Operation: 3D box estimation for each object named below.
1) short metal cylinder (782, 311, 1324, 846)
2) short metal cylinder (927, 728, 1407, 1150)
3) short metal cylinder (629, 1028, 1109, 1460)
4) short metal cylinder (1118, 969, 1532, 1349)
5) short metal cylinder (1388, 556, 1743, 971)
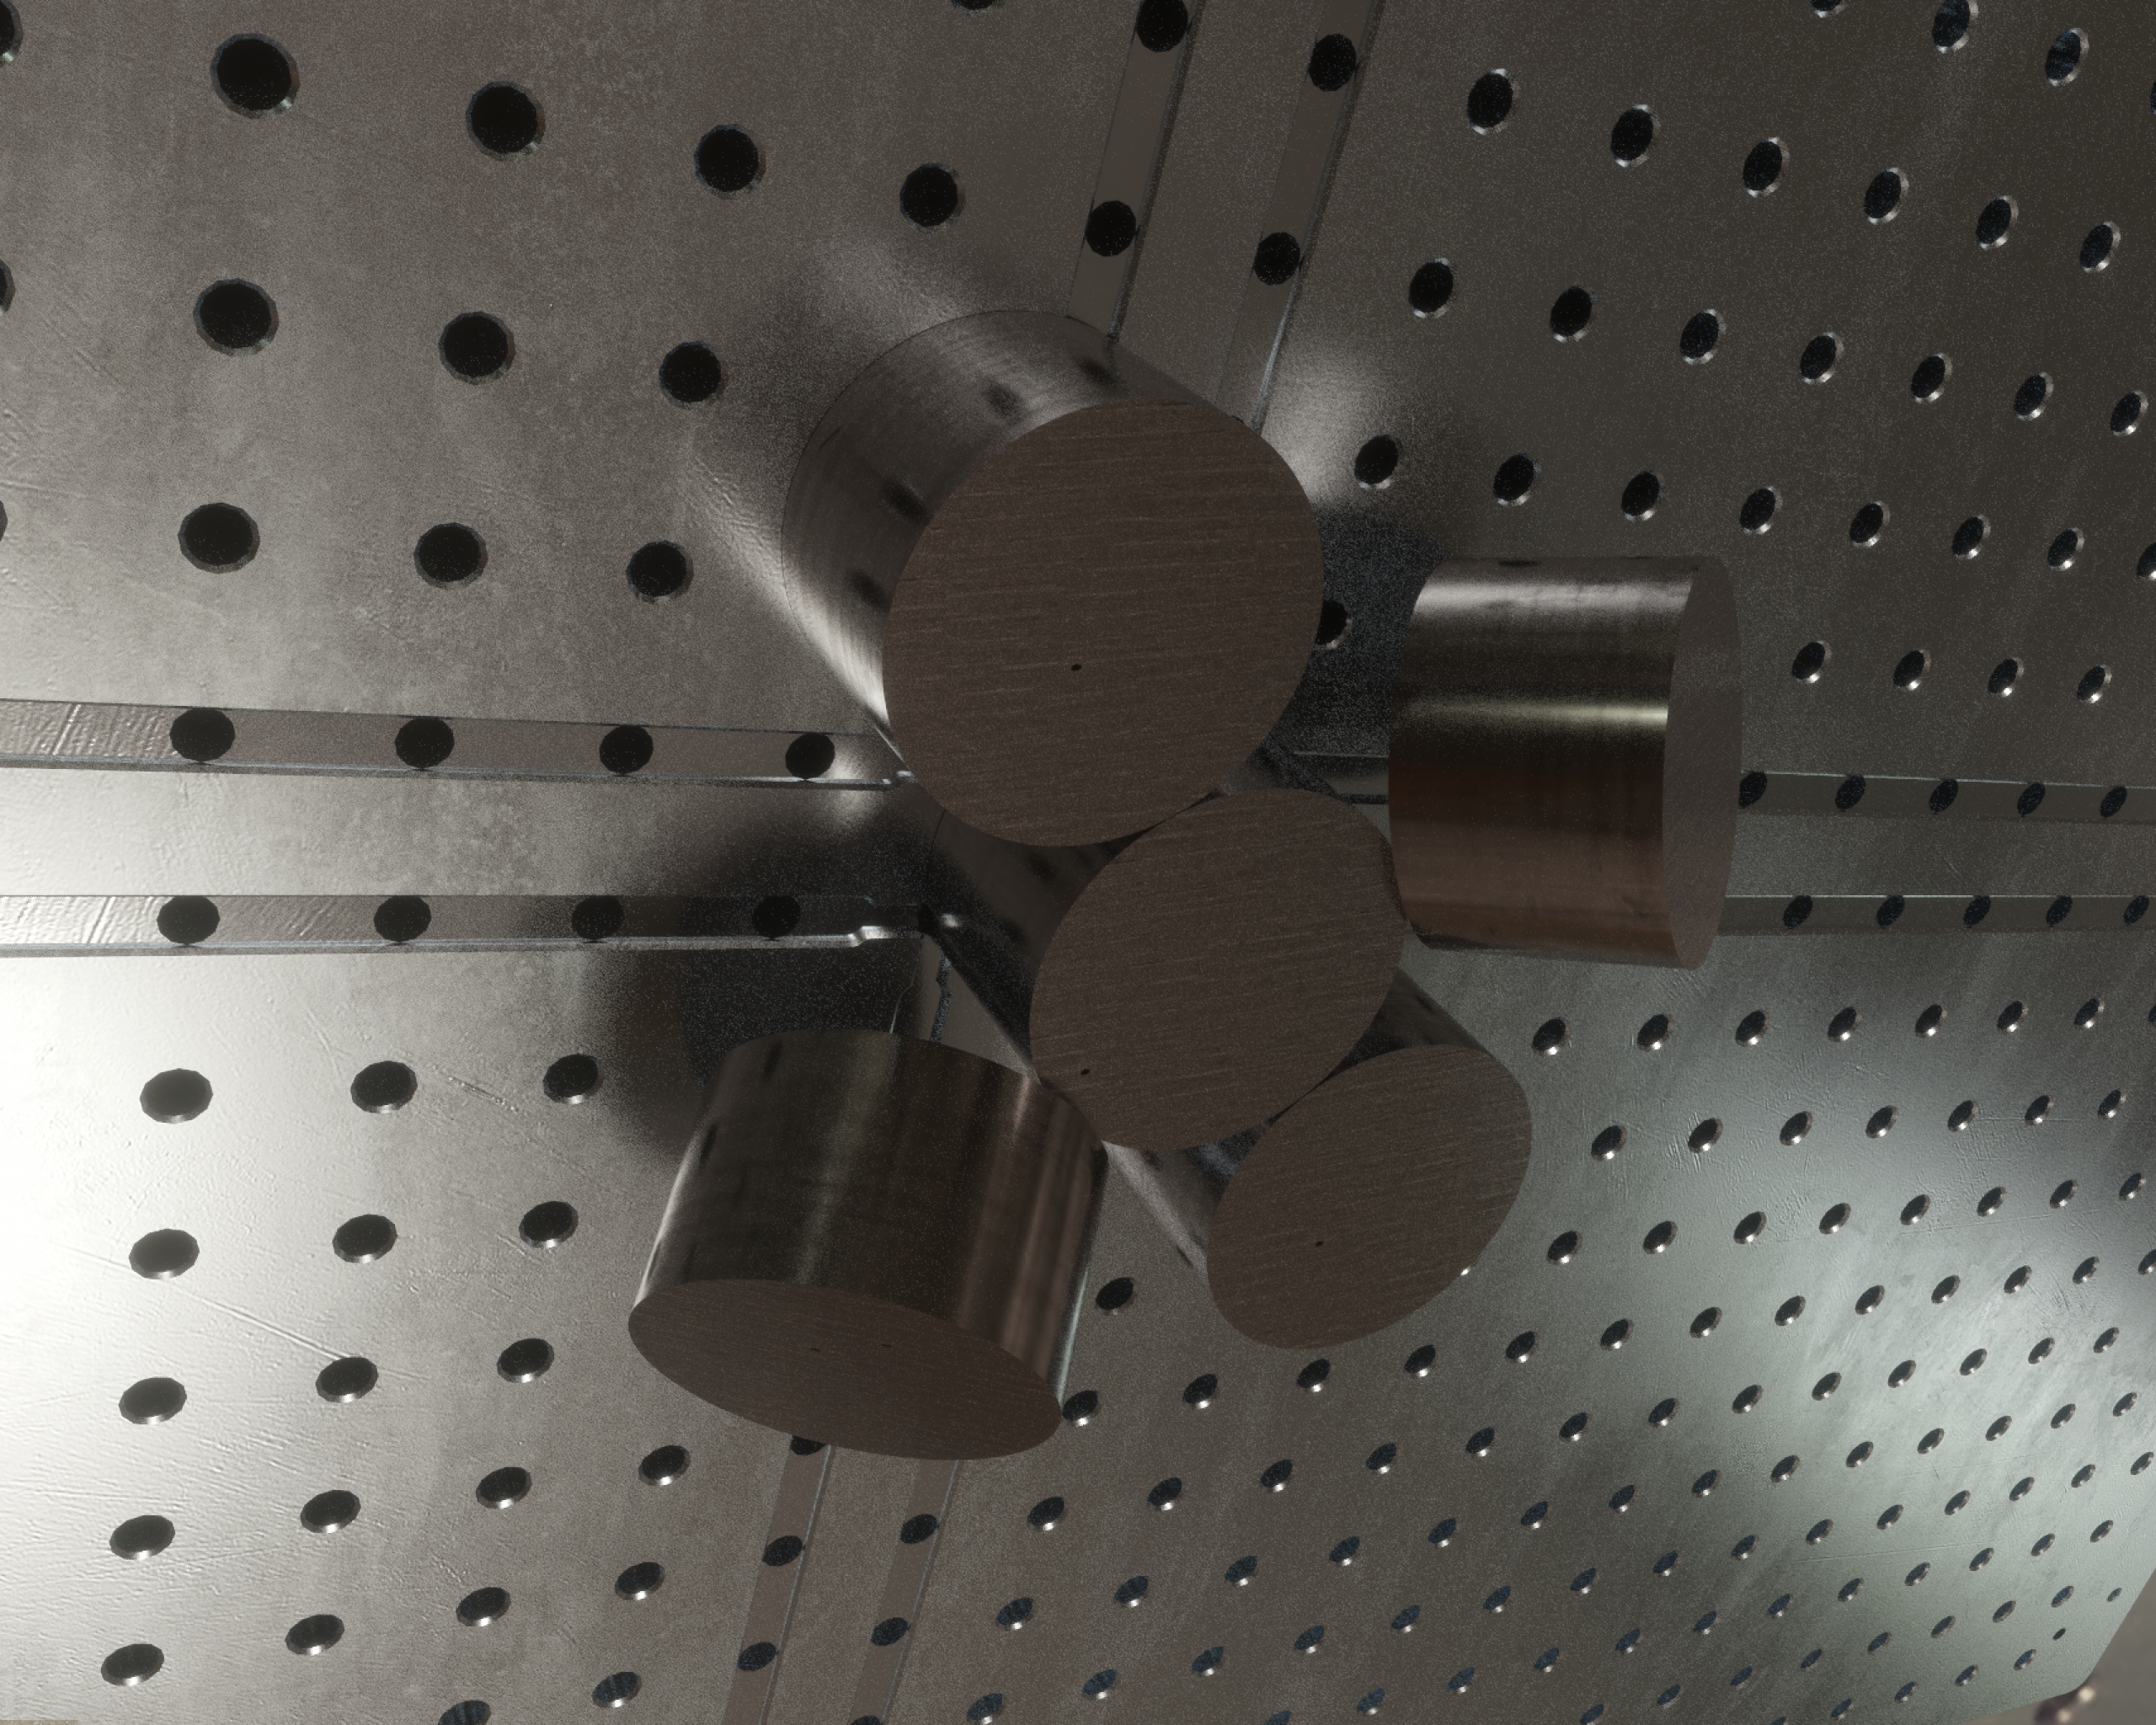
[{"bbox_3d":[-0.005,-0.050,0.363,0.081,0.050,0.079,-14,125,-21],"label":"short metal cylinder"},{"bbox_3d":[0.017,0.010,0.412,0.081,0.050,0.079,-14,125,-21],"label":"short metal cylinder"},{"bbox_3d":[-0.038,0.074,0.394,0.080,0.050,0.080,8,145,6],"label":"short metal cylinder"},{"bbox_3d":[0.052,0.060,0.463,0.081,0.050,0.079,-14,125,-21],"label":"short metal cylinder"},{"bbox_3d":[0.098,-0.020,0.412,0.080,0.050,0.079,-14,106,-62],"label":"short metal cylinder"}]
